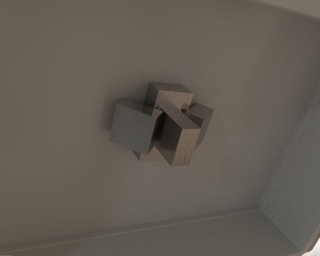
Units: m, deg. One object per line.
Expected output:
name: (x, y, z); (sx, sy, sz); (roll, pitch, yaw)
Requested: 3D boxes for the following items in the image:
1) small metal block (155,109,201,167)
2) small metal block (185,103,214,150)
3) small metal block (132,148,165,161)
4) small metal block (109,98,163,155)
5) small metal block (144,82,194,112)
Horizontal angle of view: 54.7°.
small metal block: (0.019, 0.011, 0.374); (0.025, 0.050, 0.050); (0, 118, -29)
small metal block: (0.046, -0.001, 0.415); (0.050, 0.025, 0.050); (-35, 145, -60)
small metal block: (-0.004, 0.016, 0.414); (0.050, 0.025, 0.050); (3, 117, -29)
small metal block: (-0.029, -0.002, 0.372); (0.050, 0.025, 0.050); (20, 115, 10)
small metal block: (0.009, -0.028, 0.393); (0.050, 0.025, 0.050); (2, 118, -30)
